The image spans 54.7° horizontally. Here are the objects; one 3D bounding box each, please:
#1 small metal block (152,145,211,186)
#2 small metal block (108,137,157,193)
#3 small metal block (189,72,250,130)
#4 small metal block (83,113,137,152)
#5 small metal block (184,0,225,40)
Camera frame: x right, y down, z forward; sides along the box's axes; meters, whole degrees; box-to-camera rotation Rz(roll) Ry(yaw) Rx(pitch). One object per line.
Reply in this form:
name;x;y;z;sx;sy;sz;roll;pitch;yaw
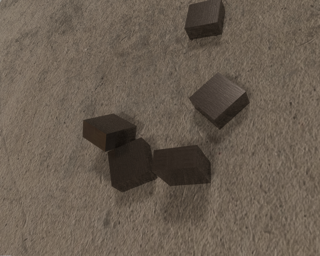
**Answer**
small metal block;0.026;0.044;0.347;0.050;0.050;0.025;-9;58;23
small metal block;-0.036;0.047;0.393;0.050;0.025;0.050;-24;53;13
small metal block;0.073;-0.034;0.386;0.050;0.025;0.050;-42;51;-1
small metal block;-0.068;0.005;0.417;0.050;0.050;0.025;27;120;37
small metal block;0.068;-0.164;0.468;0.050;0.025;0.050;-2;61;26
